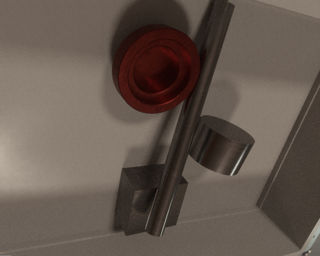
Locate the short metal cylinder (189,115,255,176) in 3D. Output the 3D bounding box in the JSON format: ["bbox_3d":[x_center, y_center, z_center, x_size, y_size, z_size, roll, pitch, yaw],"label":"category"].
[{"bbox_3d":[0.084,0.023,0.436,0.081,0.080,0.050,9,114,-33],"label":"short metal cylinder"}]

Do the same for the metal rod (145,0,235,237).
[{"bbox_3d":[0.034,-0.004,0.386,0.025,0.025,0.298,10,101,-33],"label":"metal rod"}]

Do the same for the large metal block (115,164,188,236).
[{"bbox_3d":[-0.014,0.101,0.449,0.081,0.050,0.079,-2,120,-28],"label":"large metal block"}]

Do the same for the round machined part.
[{"bbox_3d":[-0.007,-0.069,0.352,0.099,0.042,0.097,-14,125,-21],"label":"round machined part"}]
